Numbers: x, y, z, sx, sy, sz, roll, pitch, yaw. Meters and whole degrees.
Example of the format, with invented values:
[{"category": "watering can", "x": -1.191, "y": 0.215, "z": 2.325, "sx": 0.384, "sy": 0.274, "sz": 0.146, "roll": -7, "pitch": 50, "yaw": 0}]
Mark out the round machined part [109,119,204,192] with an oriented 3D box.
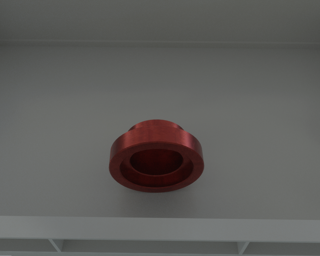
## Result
[{"category": "round machined part", "x": -0.004, "y": 0.028, "z": 0.335, "sx": 0.099, "sy": 0.098, "sz": 0.042, "roll": -1, "pitch": 50, "yaw": -1}]
